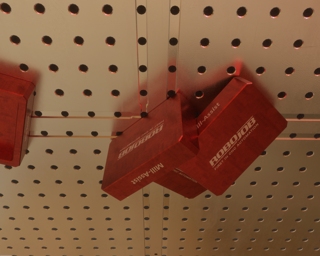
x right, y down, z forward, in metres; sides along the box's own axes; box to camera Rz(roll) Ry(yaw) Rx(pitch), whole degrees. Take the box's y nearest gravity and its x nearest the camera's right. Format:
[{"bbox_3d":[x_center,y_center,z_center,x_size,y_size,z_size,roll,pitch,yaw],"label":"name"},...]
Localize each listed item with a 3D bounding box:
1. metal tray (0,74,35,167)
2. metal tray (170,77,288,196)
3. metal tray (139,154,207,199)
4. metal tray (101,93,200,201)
[{"bbox_3d":[-0.217,-0.011,0.396,0.091,0.030,0.129,16,128,-13],"label":"metal tray"},{"bbox_3d":[0.085,0.013,0.388,0.090,0.030,0.130,38,97,-28],"label":"metal tray"},{"bbox_3d":[0.030,0.049,0.442,0.130,0.030,0.090,31,124,-31],"label":"metal tray"},{"bbox_3d":[-0.014,0.024,0.388,0.130,0.090,0.030,-35,122,26],"label":"metal tray"}]
